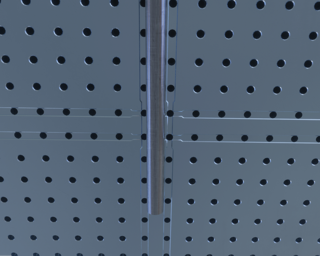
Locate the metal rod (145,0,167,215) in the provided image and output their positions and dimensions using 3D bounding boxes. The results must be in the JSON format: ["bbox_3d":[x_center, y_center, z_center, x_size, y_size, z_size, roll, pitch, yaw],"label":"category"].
[{"bbox_3d":[-0.006,-0.019,0.407,0.025,0.025,0.298,0,110,0],"label":"metal rod"}]
